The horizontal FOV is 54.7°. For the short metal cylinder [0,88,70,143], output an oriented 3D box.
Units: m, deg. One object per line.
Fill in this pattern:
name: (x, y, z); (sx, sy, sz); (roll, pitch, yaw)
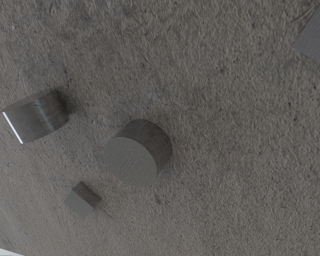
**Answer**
short metal cylinder: (-0.181, -0.019, 0.455); (0.080, 0.080, 0.050); (-9, 114, 32)

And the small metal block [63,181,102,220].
small metal block: (-0.141, 0.132, 0.563); (0.050, 0.025, 0.050); (40, 129, 0)

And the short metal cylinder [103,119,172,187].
short metal cylinder: (-0.030, 0.034, 0.428); (0.080, 0.050, 0.079); (13, 124, 21)

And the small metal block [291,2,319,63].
small metal block: (0.155, -0.084, 0.273); (0.050, 0.025, 0.050); (32, 129, 7)
